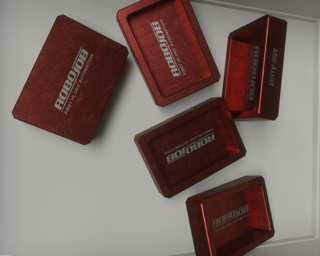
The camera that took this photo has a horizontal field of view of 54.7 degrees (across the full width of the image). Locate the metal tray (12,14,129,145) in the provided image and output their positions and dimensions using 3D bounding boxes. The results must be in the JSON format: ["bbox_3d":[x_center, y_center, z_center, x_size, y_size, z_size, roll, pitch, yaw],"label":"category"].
[{"bbox_3d":[-0.104,-0.055,0.370,0.090,0.030,0.130,24,82,-19],"label":"metal tray"}]

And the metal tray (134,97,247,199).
[{"bbox_3d":[0.042,0.024,0.418,0.131,0.030,0.090,-27,99,-14],"label":"metal tray"}]

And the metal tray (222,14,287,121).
[{"bbox_3d":[0.124,-0.075,0.423,0.030,0.090,0.129,7,88,-20],"label":"metal tray"}]

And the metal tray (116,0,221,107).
[{"bbox_3d":[0.011,-0.103,0.401,0.090,0.030,0.129,-25,99,-4],"label":"metal tray"}]

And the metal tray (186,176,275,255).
[{"bbox_3d":[0.100,0.123,0.423,0.131,0.030,0.089,-10,89,-37],"label":"metal tray"}]
